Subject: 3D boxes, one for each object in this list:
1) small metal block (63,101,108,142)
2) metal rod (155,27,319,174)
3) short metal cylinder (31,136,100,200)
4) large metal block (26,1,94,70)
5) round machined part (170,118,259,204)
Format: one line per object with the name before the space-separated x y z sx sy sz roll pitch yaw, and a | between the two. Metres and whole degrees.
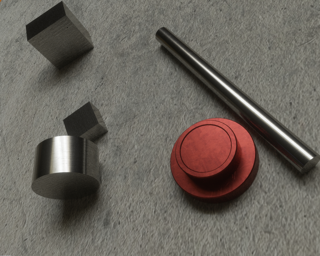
small metal block | -0.112 -0.004 0.463 0.050 0.025 0.050 -35 52 5
metal rod | 0.076 -0.056 0.397 0.025 0.025 0.300 -39 51 1
short metal cylinder | -0.119 0.053 0.397 0.080 0.080 0.050 -20 54 16
large metal block | -0.181 -0.166 0.563 0.080 0.080 0.050 -30 52 8
round machined part | 0.056 0.030 0.344 0.098 0.042 0.098 -13 56 20
